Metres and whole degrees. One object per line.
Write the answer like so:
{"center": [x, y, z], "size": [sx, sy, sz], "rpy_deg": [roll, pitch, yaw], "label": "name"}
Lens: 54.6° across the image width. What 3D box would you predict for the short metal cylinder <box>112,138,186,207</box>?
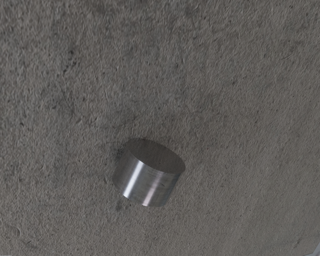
{"center": [-0.014, 0.055, 0.397], "size": [0.081, 0.080, 0.050], "rpy_deg": [13, 112, -34], "label": "short metal cylinder"}
